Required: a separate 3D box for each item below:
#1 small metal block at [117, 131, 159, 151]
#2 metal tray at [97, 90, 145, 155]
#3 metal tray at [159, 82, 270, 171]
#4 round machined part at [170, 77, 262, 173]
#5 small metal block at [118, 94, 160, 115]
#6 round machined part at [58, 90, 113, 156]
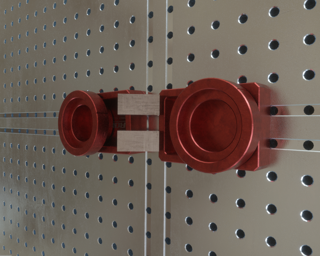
[{"bbox_3d":[-0.028,0.015,0.397,0.050,0.050,0.025,-172,82,-84],"label":"small metal block"},{"bbox_3d":[-0.081,-0.008,0.474,0.130,0.030,0.089,-1,92,40],"label":"metal tray"},{"bbox_3d":[0.058,-0.002,0.359,0.130,0.030,0.089,1,91,40],"label":"metal tray"},{"bbox_3d":[0.061,-0.003,0.331,0.098,0.042,0.097,0,90,40],"label":"round machined part"},{"bbox_3d":[-0.028,-0.029,0.398,0.050,0.050,0.025,-172,82,-84],"label":"small metal block"},{"bbox_3d":[-0.110,-0.007,0.473,0.098,0.042,0.097,0,90,40],"label":"round machined part"}]
